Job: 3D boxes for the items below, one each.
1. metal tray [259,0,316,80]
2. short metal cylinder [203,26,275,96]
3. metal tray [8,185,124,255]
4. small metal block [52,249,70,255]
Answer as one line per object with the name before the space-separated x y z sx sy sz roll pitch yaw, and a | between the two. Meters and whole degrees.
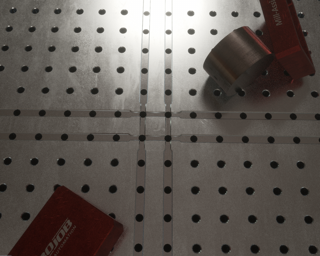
metal tray | 0.174 -0.142 0.431 0.030 0.090 0.129 -20 66 32
short metal cylinder | 0.106 -0.088 0.416 0.080 0.080 0.050 -34 74 -12
metal tray | -0.113 0.141 0.342 0.090 0.030 0.130 25 71 27
small metal block | -0.114 0.174 0.347 0.050 0.025 0.050 43 75 14
